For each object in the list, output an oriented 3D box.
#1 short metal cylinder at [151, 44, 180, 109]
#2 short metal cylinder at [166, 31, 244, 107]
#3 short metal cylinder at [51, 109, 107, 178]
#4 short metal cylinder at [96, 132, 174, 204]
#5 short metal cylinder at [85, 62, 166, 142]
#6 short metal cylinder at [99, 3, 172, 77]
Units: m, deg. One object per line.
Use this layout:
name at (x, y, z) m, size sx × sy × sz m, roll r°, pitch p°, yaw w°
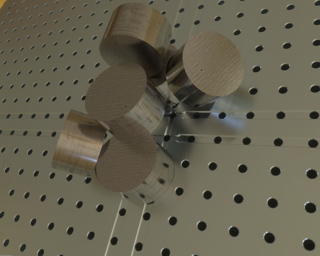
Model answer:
short metal cylinder at (-0.001, -0.073, 0.437) m, size 0.080 × 0.050 × 0.080 m, roll -13°, pitch 57°, yaw 21°
short metal cylinder at (0.054, -0.070, 0.379) m, size 0.080 × 0.080 × 0.050 m, roll -66°, pitch 15°, yaw -19°
short metal cylinder at (-0.104, 0.021, 0.408) m, size 0.050 × 0.080 × 0.080 m, roll 18°, pitch 64°, yaw -12°
short metal cylinder at (-0.029, 0.047, 0.378) m, size 0.080 × 0.050 × 0.080 m, roll -13°, pitch 57°, yaw 21°
short metal cylinder at (-0.040, -0.031, 0.367) m, size 0.080 × 0.050 × 0.080 m, roll -13°, pitch 56°, yaw 21°
short metal cylinder at (-0.029, -0.107, 0.388) m, size 0.080 × 0.080 × 0.050 m, roll 0°, pitch 62°, yaw 28°
